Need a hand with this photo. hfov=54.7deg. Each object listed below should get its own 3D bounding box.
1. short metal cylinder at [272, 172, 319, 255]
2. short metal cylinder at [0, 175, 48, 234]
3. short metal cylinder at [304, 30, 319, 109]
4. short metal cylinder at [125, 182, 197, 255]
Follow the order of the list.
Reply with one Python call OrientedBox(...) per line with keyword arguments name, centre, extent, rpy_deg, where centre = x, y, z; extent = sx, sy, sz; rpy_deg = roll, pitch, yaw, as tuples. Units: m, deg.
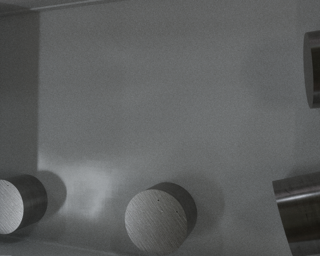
OrientedBox(name="short metal cylinder", centre=(0.155, 0.090, 0.326), extent=(0.050, 0.080, 0.080), rpy_deg=(-17, 85, 19))
OrientedBox(name="short metal cylinder", centre=(-0.223, 0.115, 0.476), extent=(0.080, 0.050, 0.080), rpy_deg=(0, 90, 20))
OrientedBox(name="short metal cylinder", centre=(0.179, -0.062, 0.318), extent=(0.050, 0.080, 0.080), rpy_deg=(-4, 89, 20))
OrientedBox(name="short metal cylinder", centre=(0.003, 0.114, 0.396), extent=(0.080, 0.050, 0.080), rpy_deg=(0, 90, 20))
